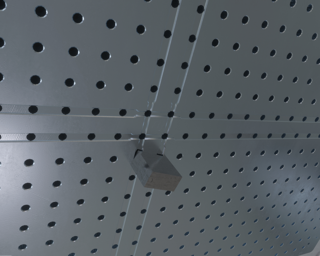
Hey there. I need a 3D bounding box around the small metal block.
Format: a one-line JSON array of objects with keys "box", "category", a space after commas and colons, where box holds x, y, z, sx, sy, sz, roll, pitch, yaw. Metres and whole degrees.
[{"box": [-0.006, 0.059, 0.428, 0.050, 0.050, 0.025, 16, 110, -35], "category": "small metal block"}]
